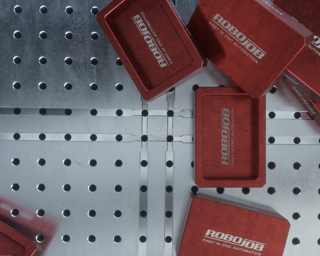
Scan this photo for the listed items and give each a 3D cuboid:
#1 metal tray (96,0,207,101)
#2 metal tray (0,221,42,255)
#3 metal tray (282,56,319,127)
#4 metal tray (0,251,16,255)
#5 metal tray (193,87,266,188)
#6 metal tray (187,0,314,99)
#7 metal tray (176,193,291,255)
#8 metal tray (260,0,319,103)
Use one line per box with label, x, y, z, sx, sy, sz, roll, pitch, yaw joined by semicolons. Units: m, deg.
metal tray;-0.011;-0.112;0.394;0.090;0.030;0.130;-30;90;22
metal tray;-0.228;0.155;0.382;0.130;0.030;0.090;28;64;8
metal tray;0.227;-0.065;0.412;0.090;0.030;0.130;-38;90;0
metal tray;-0.240;0.210;0.409;0.131;0.030;0.090;12;90;0
metal tray;0.091;0.012;0.411;0.090;0.030;0.129;0;90;0
metal tray;0.098;-0.109;0.368;0.130;0.030;0.089;46;134;15
metal tray;0.095;0.147;0.412;0.131;0.030;0.090;14;90;0
metal tray;0.179;-0.103;0.381;0.130;0.030;0.090;38;90;0
